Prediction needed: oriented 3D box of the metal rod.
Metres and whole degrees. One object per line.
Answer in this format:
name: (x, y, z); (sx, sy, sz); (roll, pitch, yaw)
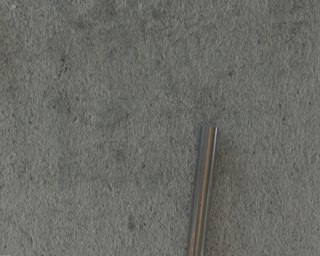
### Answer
metal rod: (0.050, 0.147, 0.410); (0.025, 0.025, 0.298); (6, 90, -1)
